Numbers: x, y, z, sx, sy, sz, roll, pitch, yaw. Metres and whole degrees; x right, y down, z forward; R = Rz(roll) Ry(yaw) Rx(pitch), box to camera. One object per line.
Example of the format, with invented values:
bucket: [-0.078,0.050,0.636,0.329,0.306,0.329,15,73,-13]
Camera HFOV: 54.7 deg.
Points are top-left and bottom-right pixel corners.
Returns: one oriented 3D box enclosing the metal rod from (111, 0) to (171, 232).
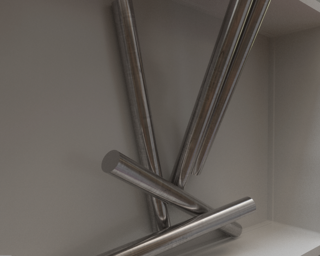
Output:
metal rod: [-0.021,-0.005,0.390,0.025,0.025,0.298,-16,101,-39]

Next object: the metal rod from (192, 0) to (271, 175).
metal rod: [0.092,-0.071,0.402,0.025,0.025,0.298,1,116,-40]

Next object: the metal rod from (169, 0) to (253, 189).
metal rod: [0.062,-0.048,0.384,0.025,0.025,0.298,2,113,-40]

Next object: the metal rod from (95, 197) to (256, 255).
metal rod: [0.000,0.138,0.375,0.303,0.025,0.025,-12,98,-29]

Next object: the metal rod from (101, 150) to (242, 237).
metal rod: [0.038,0.101,0.414,0.301,0.025,0.025,38,67,-42]
